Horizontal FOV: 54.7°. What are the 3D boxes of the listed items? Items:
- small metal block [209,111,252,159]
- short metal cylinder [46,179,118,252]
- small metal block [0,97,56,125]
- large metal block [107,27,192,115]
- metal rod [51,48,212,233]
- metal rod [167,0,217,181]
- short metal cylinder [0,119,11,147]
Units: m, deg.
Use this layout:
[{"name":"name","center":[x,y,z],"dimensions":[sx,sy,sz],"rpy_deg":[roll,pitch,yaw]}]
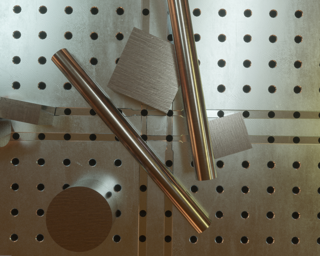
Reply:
[{"name":"small metal block","center":[0.089,0.009,0.414],"dimensions":[0.050,0.025,0.050],"rpy_deg":[-17,90,0]},{"name":"short metal cylinder","center":[-0.098,0.110,0.400],"dimensions":[0.081,0.050,0.080],"rpy_deg":[0,90,0]},{"name":"small metal block","center":[-0.170,-0.021,0.399],"dimensions":[0.050,0.050,0.025],"rpy_deg":[11,90,0]},{"name":"large metal block","center":[-0.011,-0.070,0.401],"dimensions":[0.080,0.050,0.080],"rpy_deg":[24,90,0]},{"name":"metal rod","center":[-0.037,0.017,0.412],"dimensions":[0.025,0.025,0.300],"rpy_deg":[-40,90,0]},{"name":"metal rod","center":[0.030,-0.088,0.363],"dimensions":[0.025,0.025,0.298],"rpy_deg":[-9,90,0]},{"name":"short metal cylinder","center":[-0.231,-0.009,0.384],"dimensions":[0.050,0.080,0.080],"rpy_deg":[-14,90,0]}]
